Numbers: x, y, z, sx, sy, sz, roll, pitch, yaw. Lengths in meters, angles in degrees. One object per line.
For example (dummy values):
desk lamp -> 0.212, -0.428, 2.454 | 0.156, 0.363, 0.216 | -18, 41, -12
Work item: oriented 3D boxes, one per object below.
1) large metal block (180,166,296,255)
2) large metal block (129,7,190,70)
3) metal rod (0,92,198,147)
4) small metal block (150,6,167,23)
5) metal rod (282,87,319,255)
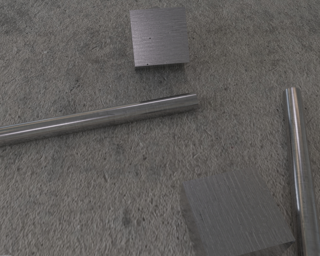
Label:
large metal block -> 0.071, 0.092, 0.310 | 0.081, 0.050, 0.080 | -11, 51, -9
large metal block -> -0.002, -0.134, 0.473 | 0.081, 0.050, 0.079 | -6, 95, -5
metal rod -> -0.096, -0.010, 0.410 | 0.302, 0.025, 0.025 | -11, 51, -10
small metal block -> -0.001, -0.173, 0.533 | 0.025, 0.050, 0.050 | -30, 56, -22
metal rod -> 0.161, 0.063, 0.351 | 0.025, 0.025, 0.300 | 9, 50, 7
